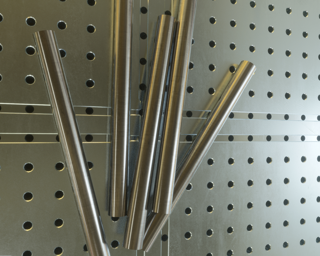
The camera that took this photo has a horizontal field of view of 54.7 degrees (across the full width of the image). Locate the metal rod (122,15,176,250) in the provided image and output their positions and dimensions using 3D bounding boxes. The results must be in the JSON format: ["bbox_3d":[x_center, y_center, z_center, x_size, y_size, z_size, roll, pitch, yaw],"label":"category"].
[{"bbox_3d":[-0.013,0.000,0.400,0.025,0.025,0.298,11,83,-20],"label":"metal rod"}]

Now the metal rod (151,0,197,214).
[{"bbox_3d":[0.021,-0.041,0.409,0.025,0.025,0.298,10,82,-20],"label":"metal rod"}]

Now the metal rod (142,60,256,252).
[{"bbox_3d":[0.053,0.031,0.433,0.025,0.025,0.300,36,78,-17],"label":"metal rod"}]

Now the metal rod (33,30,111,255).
[{"bbox_3d":[-0.103,0.034,0.375,0.025,0.025,0.298,-14,95,-20],"label":"metal rod"}]

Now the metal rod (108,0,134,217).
[{"bbox_3d":[-0.050,-0.039,0.394,0.025,0.025,0.298,2,90,-20],"label":"metal rod"}]
